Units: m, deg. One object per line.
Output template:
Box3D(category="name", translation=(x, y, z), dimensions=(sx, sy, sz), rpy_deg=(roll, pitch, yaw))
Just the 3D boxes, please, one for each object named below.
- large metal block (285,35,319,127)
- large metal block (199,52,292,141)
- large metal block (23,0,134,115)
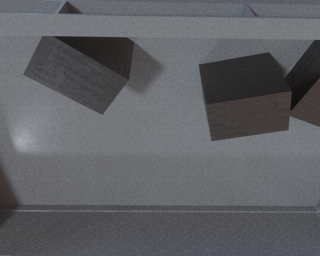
Box3D(category="large metal block", translation=(0.196, -0.047, 0.354), dimensions=(0.081, 0.050, 0.079), rpy_deg=(17, 128, -15))
Box3D(category="large metal block", translation=(0.090, -0.036, 0.343), dimensions=(0.080, 0.080, 0.050), rpy_deg=(-9, 130, 7))
Box3D(category="large metal block", translation=(-0.076, -0.072, 0.311), dimensions=(0.080, 0.080, 0.050), rpy_deg=(28, 125, -22))
